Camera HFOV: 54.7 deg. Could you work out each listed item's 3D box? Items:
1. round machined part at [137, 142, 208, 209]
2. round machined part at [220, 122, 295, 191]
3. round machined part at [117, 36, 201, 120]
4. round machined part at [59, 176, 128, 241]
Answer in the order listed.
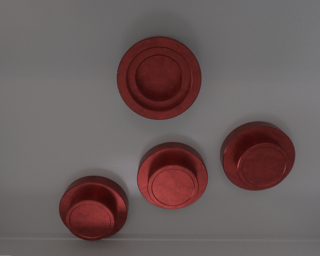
[{"bbox_3d":[0.017,0.072,0.429,0.099,0.042,0.097,0,110,0],"label":"round machined part"},{"bbox_3d":[0.134,0.044,0.419,0.099,0.042,0.097,0,110,0],"label":"round machined part"},{"bbox_3d":[-0.001,-0.063,0.379,0.099,0.042,0.097,0,110,0],"label":"round machined part"},{"bbox_3d":[-0.096,0.122,0.446,0.099,0.042,0.097,0,110,0],"label":"round machined part"}]
